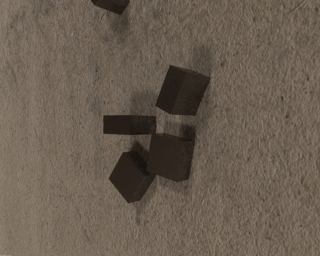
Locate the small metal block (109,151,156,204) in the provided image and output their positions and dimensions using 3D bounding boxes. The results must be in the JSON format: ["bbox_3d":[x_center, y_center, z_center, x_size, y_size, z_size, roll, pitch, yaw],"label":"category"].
[{"bbox_3d":[-0.039,0.068,0.435,0.050,0.025,0.050,44,116,31],"label":"small metal block"}]

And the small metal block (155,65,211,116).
[{"bbox_3d":[0.027,-0.043,0.364,0.025,0.050,0.050,32,110,35],"label":"small metal block"}]

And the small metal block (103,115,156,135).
[{"bbox_3d":[-0.041,-0.004,0.420,0.050,0.050,0.025,1,91,39],"label":"small metal block"}]

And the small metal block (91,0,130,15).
[{"bbox_3d":[-0.080,-0.197,0.452,0.025,0.050,0.050,-48,62,29],"label":"small metal block"}]

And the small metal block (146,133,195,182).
[{"bbox_3d":[0.013,0.036,0.393,0.050,0.025,0.050,14,99,38],"label":"small metal block"}]
